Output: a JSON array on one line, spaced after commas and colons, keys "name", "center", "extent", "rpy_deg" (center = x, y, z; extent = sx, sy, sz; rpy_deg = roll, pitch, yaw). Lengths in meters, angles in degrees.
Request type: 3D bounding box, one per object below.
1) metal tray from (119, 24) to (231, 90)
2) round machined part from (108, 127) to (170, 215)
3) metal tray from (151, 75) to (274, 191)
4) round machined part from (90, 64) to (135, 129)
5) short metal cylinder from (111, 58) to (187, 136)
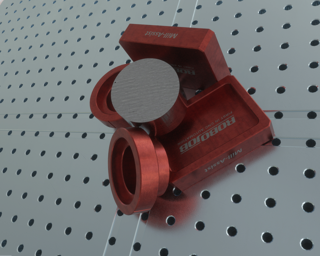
[{"name": "metal tray", "center": [0.020, -0.092, 0.411], "extent": [0.130, 0.090, 0.030], "rpy_deg": [16, 71, 34]}, {"name": "round machined part", "center": [-0.023, 0.047, 0.357], "extent": [0.098, 0.042, 0.097], "rpy_deg": [7, 98, 61]}, {"name": "metal tray", "center": [0.055, 0.004, 0.372], "extent": [0.130, 0.030, 0.090], "rpy_deg": [-32, 52, 7]}, {"name": "round machined part", "center": [-0.048, -0.042, 0.447], "extent": [0.098, 0.042, 0.098], "rpy_deg": [-13, 56, 20]}, {"name": "short metal cylinder", "center": [-0.011, -0.036, 0.371], "extent": [0.080, 0.050, 0.080], "rpy_deg": [-5, 70, 13]}]
